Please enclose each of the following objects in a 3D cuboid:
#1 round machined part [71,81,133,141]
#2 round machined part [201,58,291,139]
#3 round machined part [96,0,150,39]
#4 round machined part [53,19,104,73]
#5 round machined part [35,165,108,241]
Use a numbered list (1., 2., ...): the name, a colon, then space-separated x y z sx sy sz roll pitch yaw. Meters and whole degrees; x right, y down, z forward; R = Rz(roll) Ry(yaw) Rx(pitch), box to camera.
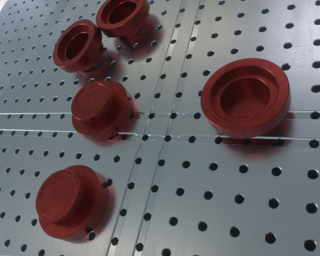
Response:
1. round machined part: -0.093 -0.032 0.467 0.098 0.042 0.098 -13 56 21
2. round machined part: 0.101 -0.030 0.364 0.098 0.042 0.098 -13 56 21
3. round machined part: -0.062 -0.198 0.553 0.098 0.042 0.098 -13 56 21
4. round machined part: -0.140 -0.141 0.553 0.098 0.042 0.098 -15 60 28
5. round machined part: -0.121 0.093 0.405 0.098 0.042 0.098 -13 56 21
